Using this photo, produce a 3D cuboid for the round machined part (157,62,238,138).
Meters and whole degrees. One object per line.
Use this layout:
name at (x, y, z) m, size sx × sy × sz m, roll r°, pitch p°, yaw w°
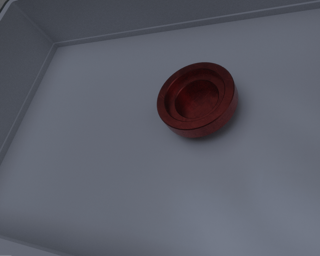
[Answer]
round machined part at (0.049, -0.031, 0.388) m, size 0.098 × 0.042 × 0.098 m, roll -13°, pitch 56°, yaw 21°
